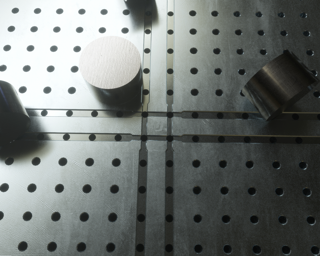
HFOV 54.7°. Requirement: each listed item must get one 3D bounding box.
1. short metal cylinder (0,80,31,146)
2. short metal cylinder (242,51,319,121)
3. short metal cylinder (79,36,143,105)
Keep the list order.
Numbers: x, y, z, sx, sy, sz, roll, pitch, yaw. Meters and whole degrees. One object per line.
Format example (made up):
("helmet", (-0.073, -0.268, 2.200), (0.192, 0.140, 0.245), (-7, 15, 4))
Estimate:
("short metal cylinder", (-0.212, -0.015, 0.386), (0.080, 0.080, 0.050), (-29, 73, -10))
("short metal cylinder", (0.155, -0.053, 0.403), (0.080, 0.080, 0.050), (-32, 73, -11))
("short metal cylinder", (-0.065, -0.078, 0.426), (0.081, 0.050, 0.080), (0, 70, 0))
